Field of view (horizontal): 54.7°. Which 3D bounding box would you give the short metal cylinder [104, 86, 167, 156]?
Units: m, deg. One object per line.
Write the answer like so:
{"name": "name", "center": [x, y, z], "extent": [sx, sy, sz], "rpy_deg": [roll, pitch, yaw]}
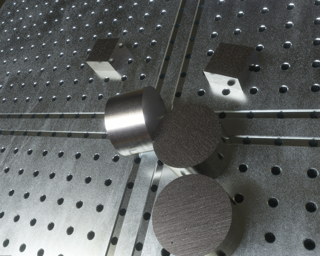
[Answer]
{"name": "short metal cylinder", "center": [-0.026, -0.008, 0.392], "extent": [0.050, 0.080, 0.080], "rpy_deg": [-13, 57, 22]}

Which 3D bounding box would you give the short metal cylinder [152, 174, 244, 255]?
{"name": "short metal cylinder", "center": [0.039, 0.093, 0.315], "extent": [0.080, 0.050, 0.080], "rpy_deg": [-13, 56, 21]}

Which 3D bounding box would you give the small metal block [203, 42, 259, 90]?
{"name": "small metal block", "center": [0.094, -0.082, 0.410], "extent": [0.050, 0.025, 0.050], "rpy_deg": [21, 73, 35]}

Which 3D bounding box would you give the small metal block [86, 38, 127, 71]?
{"name": "small metal block", "center": [-0.092, -0.127, 0.535], "extent": [0.050, 0.025, 0.050], "rpy_deg": [8, 65, 31]}

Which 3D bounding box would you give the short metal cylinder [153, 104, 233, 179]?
{"name": "short metal cylinder", "center": [0.039, 0.019, 0.360], "extent": [0.080, 0.050, 0.080], "rpy_deg": [-13, 57, 20]}
